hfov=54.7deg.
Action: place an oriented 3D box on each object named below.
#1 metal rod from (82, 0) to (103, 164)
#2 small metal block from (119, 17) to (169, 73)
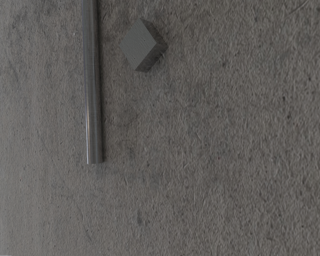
[{"bbox_3d":[-0.109,-0.093,0.494,0.025,0.025,0.298,-4,87,40],"label":"metal rod"},{"bbox_3d":[-0.023,-0.112,0.424,0.050,0.025,0.050,-45,63,30],"label":"small metal block"}]
